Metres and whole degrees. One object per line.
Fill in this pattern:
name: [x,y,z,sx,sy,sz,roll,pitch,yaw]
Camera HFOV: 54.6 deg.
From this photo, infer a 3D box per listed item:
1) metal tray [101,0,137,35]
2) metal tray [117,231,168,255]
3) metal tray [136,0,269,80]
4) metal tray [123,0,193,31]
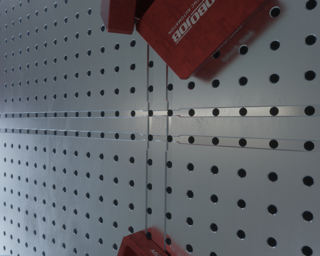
metal tray: [-0.055,-0.180,0.398,0.130,0.030,0.089,-116,31,-58]
metal tray: [-0.009,0.214,0.414,0.130,0.030,0.089,30,109,36]
metal tray: [0.044,-0.130,0.349,0.090,0.030,0.129,48,121,3]
metal tray: [0.001,-0.181,0.405,0.130,0.030,0.089,35,112,34]
